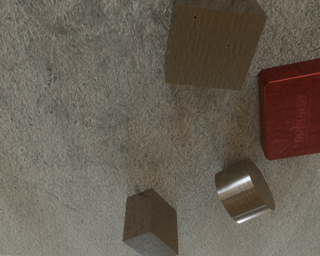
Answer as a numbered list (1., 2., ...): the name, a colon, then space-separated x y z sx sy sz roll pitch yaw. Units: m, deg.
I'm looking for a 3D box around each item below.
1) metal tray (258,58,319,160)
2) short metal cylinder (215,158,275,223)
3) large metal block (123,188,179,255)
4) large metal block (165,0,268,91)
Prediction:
1. metal tray: 0.175 -0.019 0.389 0.090 0.030 0.129 -10 130 8
2. short metal cylinder: 0.123 0.090 0.450 0.050 0.080 0.080 -32 124 24
3. large metal block: -0.013 0.159 0.507 0.050 0.080 0.080 -26 126 20
4. large metal block: 0.050 -0.089 0.316 0.081 0.050 0.079 6 130 -5
